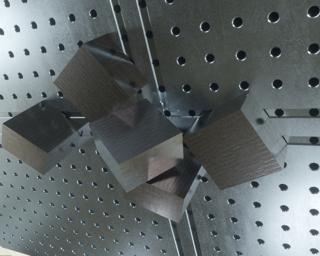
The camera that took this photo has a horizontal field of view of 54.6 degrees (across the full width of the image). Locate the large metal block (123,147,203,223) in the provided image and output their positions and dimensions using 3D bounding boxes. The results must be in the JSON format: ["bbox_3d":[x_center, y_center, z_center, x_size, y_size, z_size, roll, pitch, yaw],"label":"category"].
[{"bbox_3d":[0.007,0.065,0.410,0.080,0.080,0.050,20,132,16],"label":"large metal block"}]

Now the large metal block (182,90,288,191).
[{"bbox_3d":[0.087,0.016,0.359,0.080,0.050,0.080,-30,102,38],"label":"large metal block"}]

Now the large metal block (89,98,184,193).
[{"bbox_3d":[-0.028,0.018,0.377,0.080,0.080,0.050,45,153,40],"label":"large metal block"}]

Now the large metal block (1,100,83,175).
[{"bbox_3d":[-0.181,0.013,0.480,0.080,0.080,0.050,32,129,7],"label":"large metal block"}]

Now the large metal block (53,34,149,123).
[{"bbox_3d":[-0.076,-0.059,0.399,0.080,0.050,0.080,49,129,-6],"label":"large metal block"}]
